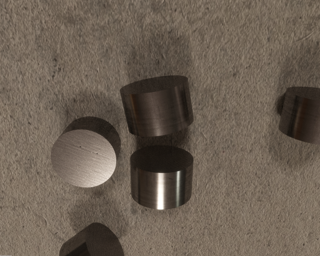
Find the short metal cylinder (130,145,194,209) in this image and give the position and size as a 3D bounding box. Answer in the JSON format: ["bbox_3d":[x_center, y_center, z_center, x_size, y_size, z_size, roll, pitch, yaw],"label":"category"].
[{"bbox_3d":[0.002,0.061,0.403,0.081,0.080,0.050,1,110,-1],"label":"short metal cylinder"}]

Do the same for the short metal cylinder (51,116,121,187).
[{"bbox_3d":[-0.095,0.030,0.406,0.081,0.050,0.079,0,110,-1],"label":"short metal cylinder"}]

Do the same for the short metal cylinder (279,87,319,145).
[{"bbox_3d":[0.192,-0.017,0.377,0.081,0.080,0.050,3,110,-2],"label":"short metal cylinder"}]

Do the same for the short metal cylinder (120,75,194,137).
[{"bbox_3d":[-0.003,-0.029,0.370,0.080,0.080,0.050,-9,110,3],"label":"short metal cylinder"}]

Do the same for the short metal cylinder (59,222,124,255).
[{"bbox_3d":[-0.097,0.186,0.448,0.050,0.080,0.080,-38,106,12],"label":"short metal cylinder"}]
